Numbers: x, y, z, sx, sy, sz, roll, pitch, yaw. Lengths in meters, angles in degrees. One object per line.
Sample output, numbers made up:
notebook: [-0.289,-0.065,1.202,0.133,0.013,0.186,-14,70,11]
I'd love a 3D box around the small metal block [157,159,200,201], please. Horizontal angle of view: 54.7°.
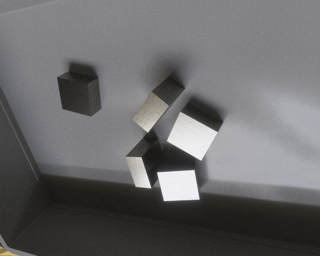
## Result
small metal block: [0.027,0.073,0.432,0.050,0.025,0.050,-6,117,13]

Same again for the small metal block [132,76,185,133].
small metal block: [-0.001,-0.029,0.375,0.025,0.050,0.050,40,129,1]

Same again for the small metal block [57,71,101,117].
small metal block: [-0.114,-0.049,0.439,0.050,0.025,0.050,14,125,20]

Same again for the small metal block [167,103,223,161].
small metal block: [0.043,0.005,0.389,0.050,0.025,0.050,30,128,9]

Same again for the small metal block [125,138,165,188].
small metal block: [-0.018,0.048,0.431,0.025,0.050,0.050,-1,118,29]
